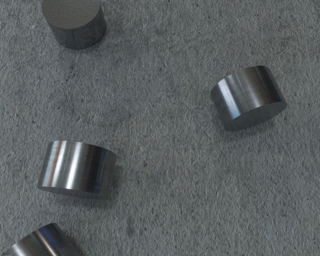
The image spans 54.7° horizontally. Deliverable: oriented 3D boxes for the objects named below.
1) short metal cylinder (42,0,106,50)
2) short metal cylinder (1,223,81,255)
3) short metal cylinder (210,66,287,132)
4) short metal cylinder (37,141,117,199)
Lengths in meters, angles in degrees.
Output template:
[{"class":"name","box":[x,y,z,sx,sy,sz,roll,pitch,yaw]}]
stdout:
[{"class":"short metal cylinder","box":[-0.123,-0.163,0.453,0.081,0.050,0.080,0,70,0]},{"class":"short metal cylinder","box":[-0.128,0.147,0.324,0.080,0.080,0.050,-40,75,-13]},{"class":"short metal cylinder","box":[0.111,-0.035,0.392,0.080,0.080,0.050,-16,71,-6]},{"class":"short metal cylinder","box":[-0.094,0.051,0.359,0.080,0.080,0.050,7,70,2]}]
